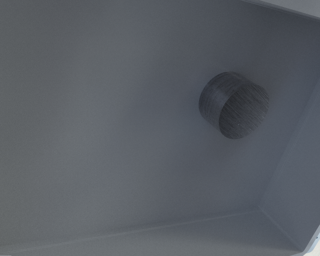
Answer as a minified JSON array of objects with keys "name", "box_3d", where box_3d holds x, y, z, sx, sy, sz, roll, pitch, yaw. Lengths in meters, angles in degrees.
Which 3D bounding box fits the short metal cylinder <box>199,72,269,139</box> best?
[{"name":"short metal cylinder","box_3d":[0.101,-0.031,0.427,0.081,0.050,0.080,-14,124,-21]}]
